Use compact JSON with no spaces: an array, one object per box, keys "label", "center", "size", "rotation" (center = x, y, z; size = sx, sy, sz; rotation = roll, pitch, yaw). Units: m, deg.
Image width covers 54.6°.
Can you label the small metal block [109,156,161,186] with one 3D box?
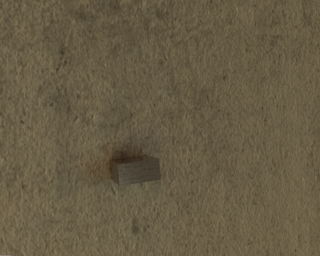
[{"label":"small metal block","center":[-0.032,0.051,0.384],"size":[0.050,0.050,0.025],"rotation":[-5,92,-20]}]
